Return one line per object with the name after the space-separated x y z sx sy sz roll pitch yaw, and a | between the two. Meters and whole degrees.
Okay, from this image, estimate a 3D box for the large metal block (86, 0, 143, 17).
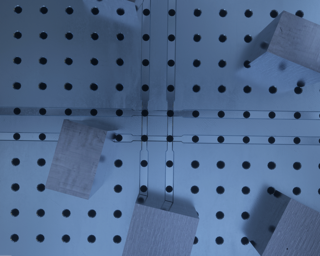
-0.056 -0.202 0.400 0.080 0.050 0.080 18 90 0 | large metal block

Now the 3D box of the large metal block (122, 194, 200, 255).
-0.001 0.139 0.401 0.080 0.050 0.080 14 90 0 | large metal block

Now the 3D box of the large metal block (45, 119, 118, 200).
-0.093 0.035 0.385 0.050 0.080 0.080 16 90 0 | large metal block

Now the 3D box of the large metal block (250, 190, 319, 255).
0.177 0.139 0.402 0.080 0.050 0.080 27 90 0 | large metal block

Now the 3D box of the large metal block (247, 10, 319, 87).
0.166 -0.094 0.387 0.080 0.080 0.050 22 90 0 | large metal block
